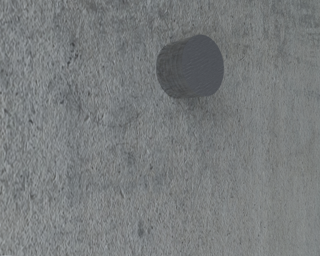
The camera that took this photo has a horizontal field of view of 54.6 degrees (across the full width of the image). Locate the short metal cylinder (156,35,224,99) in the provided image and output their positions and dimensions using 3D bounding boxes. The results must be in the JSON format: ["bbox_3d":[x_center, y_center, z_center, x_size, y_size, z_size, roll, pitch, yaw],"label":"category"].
[{"bbox_3d":[0.042,-0.081,0.422,0.081,0.050,0.080,0,90,-40],"label":"short metal cylinder"}]
